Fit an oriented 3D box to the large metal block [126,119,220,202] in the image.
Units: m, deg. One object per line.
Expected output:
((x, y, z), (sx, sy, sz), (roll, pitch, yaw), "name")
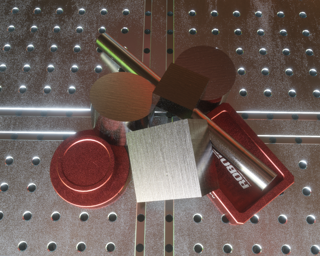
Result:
((0.014, 0.037, 0.353), (0.080, 0.050, 0.080), (-13, 84, 30), "large metal block")

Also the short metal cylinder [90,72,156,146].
((-0.047, -0.025, 0.391), (0.081, 0.050, 0.080), (5, 53, -6), "short metal cylinder")

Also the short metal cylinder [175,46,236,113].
((0.057, -0.063, 0.418), (0.081, 0.050, 0.080), (0, 70, 0), "short metal cylinder")

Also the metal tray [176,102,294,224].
((0.088, 0.042, 0.390), (0.090, 0.030, 0.130), (-35, 74, -12), "metal tray")

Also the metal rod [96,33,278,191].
((0.018, -0.034, 0.394), (0.025, 0.025, 0.300), (-41, 66, -14), "metal rod")

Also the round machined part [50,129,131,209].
((-0.086, 0.047, 0.380), (0.099, 0.042, 0.098), (0, 70, 0), "round machined part")

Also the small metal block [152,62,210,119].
((0.024, -0.043, 0.368), (0.050, 0.025, 0.050), (25, 64, 9), "small metal block")
